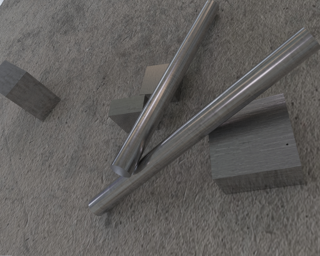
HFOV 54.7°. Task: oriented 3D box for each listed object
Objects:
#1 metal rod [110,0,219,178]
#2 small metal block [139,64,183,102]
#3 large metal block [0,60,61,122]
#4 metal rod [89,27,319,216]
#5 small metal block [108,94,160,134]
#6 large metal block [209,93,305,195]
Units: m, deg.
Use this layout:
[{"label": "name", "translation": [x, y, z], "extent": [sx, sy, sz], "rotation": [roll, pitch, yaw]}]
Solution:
[{"label": "metal rod", "translation": [0.018, -0.070, 0.404], "extent": [0.025, 0.025, 0.300], "rotation": [8, 55, 31]}, {"label": "small metal block", "translation": [0.003, -0.063, 0.441], "extent": [0.050, 0.025, 0.050], "rotation": [-2, 61, 27]}, {"label": "large metal block", "translation": [-0.232, -0.063, 0.529], "extent": [0.080, 0.080, 0.050], "rotation": [26, 76, 37]}, {"label": "metal rod", "translation": [0.027, 0.010, 0.328], "extent": [0.299, 0.025, 0.025], "rotation": [-40, 49, 23]}, {"label": "small metal block", "translation": [-0.033, -0.017, 0.416], "extent": [0.050, 0.050, 0.025], "rotation": [-7, 59, 25]}, {"label": "large metal block", "translation": [0.098, 0.019, 0.325], "extent": [0.080, 0.050, 0.080], "rotation": [-13, 56, 21]}]
